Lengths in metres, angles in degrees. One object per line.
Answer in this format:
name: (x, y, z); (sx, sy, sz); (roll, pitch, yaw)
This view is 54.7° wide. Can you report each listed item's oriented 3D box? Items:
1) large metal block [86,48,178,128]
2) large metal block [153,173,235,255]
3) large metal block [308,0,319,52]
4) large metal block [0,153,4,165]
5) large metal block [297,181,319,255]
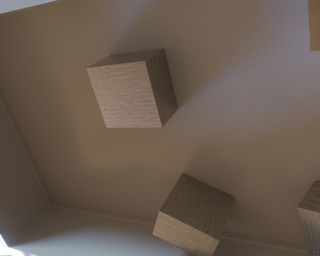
large metal block: (-0.032, -0.047, 0.380); (0.080, 0.050, 0.080); (0, 118, 28)
large metal block: (0.047, 0.119, 0.422); (0.080, 0.080, 0.050); (23, 127, 14)
large metal block: (0.157, -0.098, 0.230); (0.080, 0.080, 0.050); (-1, 118, 29)
large metal block: (-0.373, 0.043, 0.619); (0.080, 0.050, 0.079); (10, 123, 23)
large metal block: (0.207, 0.111, 0.337); (0.080, 0.050, 0.080); (4, 123, 48)
